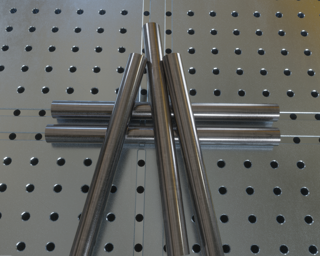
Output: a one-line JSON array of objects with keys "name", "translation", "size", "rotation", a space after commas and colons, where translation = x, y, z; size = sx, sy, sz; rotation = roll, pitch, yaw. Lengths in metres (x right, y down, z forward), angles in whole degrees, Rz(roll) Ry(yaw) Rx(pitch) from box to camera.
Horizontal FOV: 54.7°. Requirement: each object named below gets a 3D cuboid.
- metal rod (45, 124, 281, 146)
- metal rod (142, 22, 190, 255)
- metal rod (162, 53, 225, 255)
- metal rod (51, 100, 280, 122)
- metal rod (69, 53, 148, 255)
[{"name": "metal rod", "translation": [0.004, 0.009, 0.409], "size": [0.302, 0.025, 0.025], "rotation": [1, 70, 0]}, {"name": "metal rod", "translation": [0.004, -0.001, 0.386], "size": [0.025, 0.025, 0.299], "rotation": [-6, 70, -3]}, {"name": "metal rod", "translation": [0.042, 0.050, 0.374], "size": [0.025, 0.025, 0.299], "rotation": [-10, 77, -4]}, {"name": "metal rod", "translation": [0.007, -0.023, 0.420], "size": [0.302, 0.025, 0.025], "rotation": [1, 70, 0]}, {"name": "metal rod", "translation": [-0.065, 0.049, 0.374], "size": [0.025, 0.025, 0.299], "rotation": [14, 77, 4]}]
